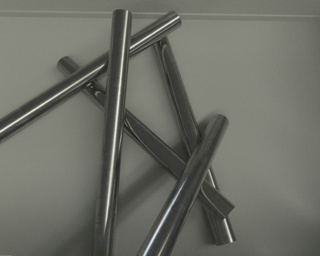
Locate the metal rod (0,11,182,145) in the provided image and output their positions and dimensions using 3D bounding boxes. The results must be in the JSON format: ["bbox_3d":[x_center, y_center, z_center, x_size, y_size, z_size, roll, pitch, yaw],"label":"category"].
[{"bbox_3d":[-0.094,-0.067,0.400,0.301,0.025,0.025,-37,75,-15],"label":"metal rod"}]

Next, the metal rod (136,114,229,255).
[{"bbox_3d":[0.020,0.073,0.305,0.025,0.025,0.301,27,41,9],"label":"metal rod"}]

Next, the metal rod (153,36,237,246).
[{"bbox_3d":[0.038,-0.001,0.410,0.025,0.025,0.299,-15,71,-6],"label":"metal rod"}]

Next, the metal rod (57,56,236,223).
[{"bbox_3d":[-0.030,0.002,0.394,0.300,0.025,0.025,42,75,19],"label":"metal rod"}]

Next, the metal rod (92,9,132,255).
[{"bbox_3d":[-0.057,0.003,0.374,0.025,0.025,0.298,3,82,1],"label":"metal rod"}]
